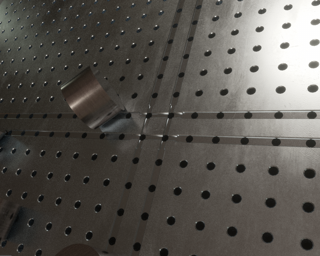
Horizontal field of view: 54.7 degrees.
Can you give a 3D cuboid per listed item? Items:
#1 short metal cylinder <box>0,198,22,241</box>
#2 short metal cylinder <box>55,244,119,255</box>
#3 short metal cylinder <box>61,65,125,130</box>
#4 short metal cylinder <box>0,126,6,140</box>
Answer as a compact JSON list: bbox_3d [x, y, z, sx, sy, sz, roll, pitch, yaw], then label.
[{"bbox_3d":[-0.241,0.118,0.424,0.080,0.080,0.050,4,64,30],"label":"short metal cylinder"},{"bbox_3d":[-0.078,0.169,0.328,0.080,0.050,0.080,-13,56,20],"label":"short metal cylinder"},{"bbox_3d":[-0.096,-0.044,0.448,0.050,0.080,0.080,-35,52,5],"label":"short metal cylinder"},{"bbox_3d":[-0.318,0.004,0.534,0.080,0.080,0.050,30,79,37],"label":"short metal cylinder"}]
